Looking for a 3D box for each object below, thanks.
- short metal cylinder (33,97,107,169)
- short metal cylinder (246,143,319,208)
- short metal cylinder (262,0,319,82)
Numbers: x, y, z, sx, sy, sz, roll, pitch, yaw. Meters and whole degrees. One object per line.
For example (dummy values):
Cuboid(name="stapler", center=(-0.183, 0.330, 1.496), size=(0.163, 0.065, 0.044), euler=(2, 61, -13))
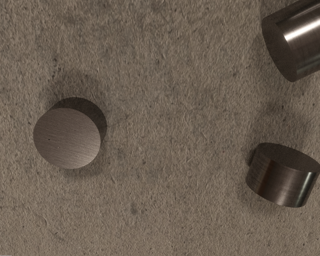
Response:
Cuboid(name="short metal cylinder", center=(-0.112, 0.005, 0.397), size=(0.081, 0.050, 0.079), euler=(0, 110, -1))
Cuboid(name="short metal cylinder", center=(0.159, 0.059, 0.405), size=(0.081, 0.080, 0.050), euler=(12, 110, -5))
Cuboid(name="short metal cylinder", center=(0.156, -0.098, 0.347), size=(0.050, 0.080, 0.080), euler=(-26, 108, 9))
